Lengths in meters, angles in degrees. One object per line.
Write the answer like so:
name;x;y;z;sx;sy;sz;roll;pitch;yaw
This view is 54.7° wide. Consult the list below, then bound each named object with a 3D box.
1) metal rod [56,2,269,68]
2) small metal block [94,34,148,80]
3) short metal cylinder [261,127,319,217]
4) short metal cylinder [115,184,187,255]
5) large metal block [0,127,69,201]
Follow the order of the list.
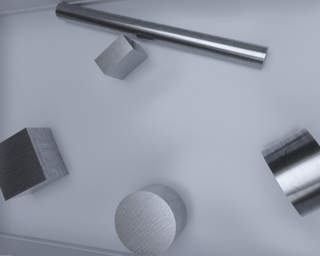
metal rod;-0.011;-0.128;0.413;0.301;0.025;0.025;18;96;18
small metal block;-0.051;-0.093;0.414;0.050;0.050;0.025;-39;78;15
short metal cylinder;0.152;0.046;0.328;0.050;0.080;0.080;-33;80;17
short metal cylinder;-0.011;0.117;0.400;0.080;0.050;0.079;0;90;19
large metal block;-0.198;0.052;0.465;0.080;0.050;0.080;-27;81;17
